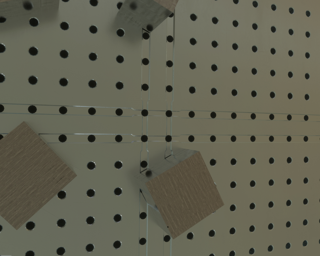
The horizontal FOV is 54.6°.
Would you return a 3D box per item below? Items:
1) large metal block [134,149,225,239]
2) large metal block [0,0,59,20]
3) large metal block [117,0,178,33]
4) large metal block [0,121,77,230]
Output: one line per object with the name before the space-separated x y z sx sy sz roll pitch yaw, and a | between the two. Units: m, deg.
large metal block | 0.025 0.083 0.408 0.080 0.050 0.080 -29 100 -18
large metal block | -0.164 -0.171 0.339 0.081 0.050 0.080 -20 97 -19
large metal block | -0.005 -0.176 0.381 0.050 0.080 0.080 26 81 -18
large metal block | -0.153 0.049 0.343 0.080 0.050 0.080 -43 104 -15
